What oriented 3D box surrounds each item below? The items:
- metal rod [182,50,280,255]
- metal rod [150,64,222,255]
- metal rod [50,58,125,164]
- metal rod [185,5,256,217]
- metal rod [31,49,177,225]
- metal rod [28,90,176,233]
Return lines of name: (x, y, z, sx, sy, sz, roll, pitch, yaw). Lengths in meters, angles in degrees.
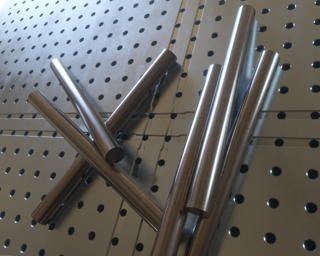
metal rod: (0.078, 0.039, 0.343, 0.025, 0.025, 0.300, 13, 68, 33)
metal rod: (0.032, 0.046, 0.343, 0.025, 0.025, 0.300, 2, 56, 29)
metal rod: (-0.125, -0.043, 0.479, 0.025, 0.025, 0.300, -42, 44, -1)
metal rod: (0.081, -0.042, 0.374, 0.025, 0.025, 0.300, 2, 57, 29)
metal rod: (-0.074, 0.006, 0.444, 0.025, 0.025, 0.300, 30, 78, 38)
metal rod: (-0.089, 0.033, 0.406, 0.300, 0.025, 0.025, 38, 83, 29)
